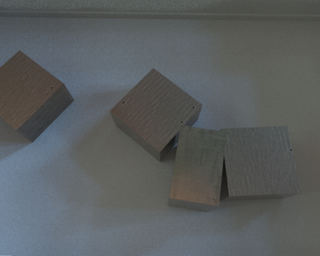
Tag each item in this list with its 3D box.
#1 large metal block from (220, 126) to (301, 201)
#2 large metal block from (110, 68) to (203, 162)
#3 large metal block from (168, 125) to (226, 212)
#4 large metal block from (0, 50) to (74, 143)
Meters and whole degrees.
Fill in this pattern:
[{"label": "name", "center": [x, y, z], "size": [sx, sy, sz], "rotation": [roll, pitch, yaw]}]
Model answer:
[{"label": "large metal block", "center": [0.115, 0.045, 0.381], "size": [0.081, 0.050, 0.080], "rotation": [-2, 70, -1]}, {"label": "large metal block", "center": [-0.004, -0.016, 0.402], "size": [0.080, 0.050, 0.080], "rotation": [39, 74, 13]}, {"label": "large metal block", "center": [0.041, 0.051, 0.362], "size": [0.050, 0.080, 0.080], "rotation": [9, 70, 3]}, {"label": "large metal block", "center": [-0.177, -0.041, 0.410], "size": [0.080, 0.050, 0.080], "rotation": [37, 74, 12]}]
